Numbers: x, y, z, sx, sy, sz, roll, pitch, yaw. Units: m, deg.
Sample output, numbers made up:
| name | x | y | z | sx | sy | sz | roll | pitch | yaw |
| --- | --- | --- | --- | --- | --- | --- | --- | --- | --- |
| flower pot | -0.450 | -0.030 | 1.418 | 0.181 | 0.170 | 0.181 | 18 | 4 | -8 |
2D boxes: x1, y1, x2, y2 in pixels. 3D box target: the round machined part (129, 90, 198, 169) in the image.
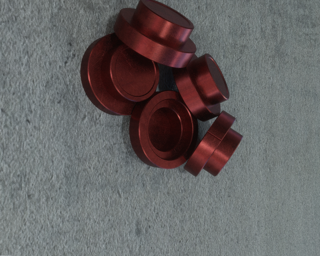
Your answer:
| name | x | y | z | sx | sy | sz | roll | pitch | yaw |
| --- | --- | --- | --- | --- | --- | --- | --- | --- | --- |
| round machined part | 0.000 | 0.002 | 0.397 | 0.099 | 0.042 | 0.097 | 0 | 90 | -40 |

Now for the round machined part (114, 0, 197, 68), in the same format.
| name | x | y | z | sx | sy | sz | roll | pitch | yaw |
| --- | --- | --- | --- | --- | --- | --- | --- | --- | --- |
| round machined part | 0.000 | -0.115 | 0.359 | 0.099 | 0.098 | 0.042 | 1 | 131 | -40 |

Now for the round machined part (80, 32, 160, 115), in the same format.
| name | x | y | z | sx | sy | sz | roll | pitch | yaw |
| --- | --- | --- | --- | --- | --- | --- | --- | --- | --- |
| round machined part | -0.040 | -0.064 | 0.365 | 0.099 | 0.042 | 0.097 | 0 | 90 | -40 |

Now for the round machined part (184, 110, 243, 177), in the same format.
| name | x | y | z | sx | sy | sz | roll | pitch | yaw |
| --- | --- | --- | --- | --- | --- | --- | --- | --- | --- |
| round machined part | 0.078 | 0.028 | 0.427 | 0.042 | 0.098 | 0.098 | 34 | 62 | 9 |

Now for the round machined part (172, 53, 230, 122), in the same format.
| name | x | y | z | sx | sy | sz | roll | pitch | yaw |
| --- | --- | --- | --- | --- | --- | --- | --- | --- | --- |
| round machined part | 0.060 | -0.061 | 0.419 | 0.098 | 0.042 | 0.098 | 44 | 33 | -38 |
